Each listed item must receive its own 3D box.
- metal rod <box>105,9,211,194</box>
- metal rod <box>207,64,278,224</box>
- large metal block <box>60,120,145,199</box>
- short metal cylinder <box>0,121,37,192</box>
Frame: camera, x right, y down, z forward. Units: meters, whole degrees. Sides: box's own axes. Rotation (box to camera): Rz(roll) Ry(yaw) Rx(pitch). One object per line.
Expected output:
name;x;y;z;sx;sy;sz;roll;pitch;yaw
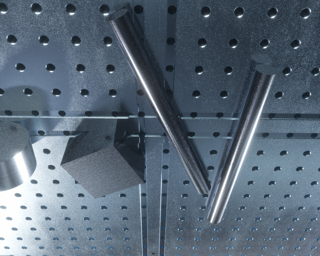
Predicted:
metal rod;0.013;-0.010;0.403;0.025;0.025;0.299;-18;128;14
metal rod;0.109;0.046;0.452;0.025;0.025;0.298;4;130;-4
large metal block;-0.076;0.046;0.433;0.080;0.050;0.080;-21;128;16
short metal cylinder;-0.208;0.036;0.403;0.081;0.080;0.050;3;130;-3
